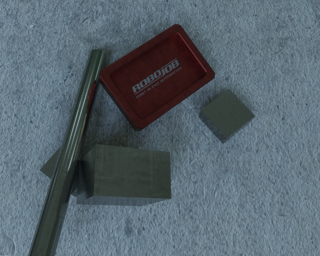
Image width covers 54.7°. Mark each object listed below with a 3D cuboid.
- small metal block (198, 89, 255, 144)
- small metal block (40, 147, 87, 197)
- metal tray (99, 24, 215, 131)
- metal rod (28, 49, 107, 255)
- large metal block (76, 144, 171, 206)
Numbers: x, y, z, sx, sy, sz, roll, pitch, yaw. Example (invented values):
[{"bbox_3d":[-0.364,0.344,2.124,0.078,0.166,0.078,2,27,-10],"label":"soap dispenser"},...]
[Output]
[{"bbox_3d":[0.089,-0.015,0.415,0.050,0.025,0.050,-37,74,-13],"label":"small metal block"},{"bbox_3d":[-0.111,0.050,0.389,0.050,0.025,0.050,34,73,11],"label":"small metal block"},{"bbox_3d":[-0.003,-0.068,0.415,0.131,0.030,0.090,-36,91,-14],"label":"metal tray"},{"bbox_3d":[-0.105,0.023,0.370,0.025,0.025,0.300,6,59,2],"label":"metal rod"},{"bbox_3d":[-0.042,0.057,0.344,0.081,0.080,0.050,8,68,-24],"label":"large metal block"}]
